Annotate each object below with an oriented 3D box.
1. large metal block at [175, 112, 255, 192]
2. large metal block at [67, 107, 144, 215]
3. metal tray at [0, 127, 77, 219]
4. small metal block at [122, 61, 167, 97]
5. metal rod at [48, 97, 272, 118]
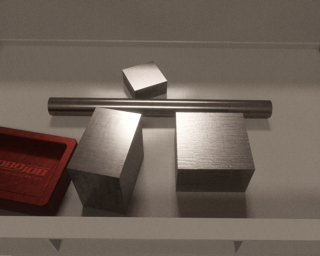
[{"bbox_3d":[0.059,0.028,0.366,0.081,0.050,0.080,1,50,0],"label":"large metal block"},{"bbox_3d":[-0.053,0.036,0.338,0.050,0.080,0.080,10,51,7],"label":"large metal block"},{"bbox_3d":[-0.170,0.046,0.360,0.131,0.030,0.090,9,50,7],"label":"metal tray"},{"bbox_3d":[-0.023,-0.069,0.463,0.050,0.025,0.050,-19,53,-16],"label":"small metal block"},{"bbox_3d":[0.000,-0.028,0.428,0.302,0.025,0.025,1,50,0],"label":"metal rod"}]
